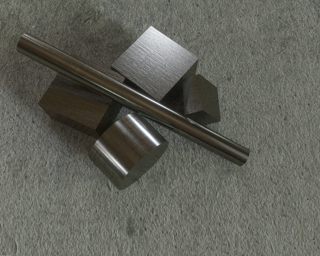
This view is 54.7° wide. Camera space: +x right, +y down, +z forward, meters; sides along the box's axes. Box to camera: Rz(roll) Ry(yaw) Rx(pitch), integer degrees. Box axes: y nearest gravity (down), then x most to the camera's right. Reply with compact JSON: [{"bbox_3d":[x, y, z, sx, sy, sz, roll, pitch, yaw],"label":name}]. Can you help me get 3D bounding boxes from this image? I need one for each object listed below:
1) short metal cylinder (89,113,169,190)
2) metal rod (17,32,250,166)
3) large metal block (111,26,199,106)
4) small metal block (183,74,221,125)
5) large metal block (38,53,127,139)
[{"bbox_3d":[-0.036,0.028,0.369,0.080,0.080,0.050,-42,76,-14],"label":"short metal cylinder"},{"bbox_3d":[-0.025,-0.030,0.377,0.301,0.025,0.025,27,72,-8],"label":"metal rod"},{"bbox_3d":[-0.006,-0.077,0.421,0.080,0.050,0.080,38,74,12],"label":"large metal block"},{"bbox_3d":[0.055,-0.036,0.407,0.025,0.050,0.050,-15,66,33],"label":"small metal block"},{"bbox_3d":[-0.096,-0.039,0.410,0.080,0.050,0.080,24,72,8],"label":"large metal block"}]
